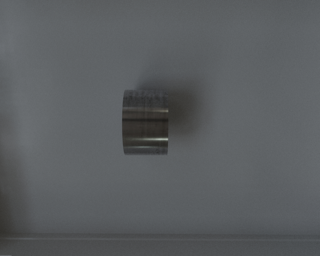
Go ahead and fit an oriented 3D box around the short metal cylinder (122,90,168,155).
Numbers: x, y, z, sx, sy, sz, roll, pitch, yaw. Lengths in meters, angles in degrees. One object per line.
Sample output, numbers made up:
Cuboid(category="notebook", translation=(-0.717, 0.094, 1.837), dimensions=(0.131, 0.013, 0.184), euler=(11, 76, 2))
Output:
Cuboid(category="short metal cylinder", translation=(-0.016, -0.007, 0.377), dimensions=(0.050, 0.080, 0.079), euler=(0, 110, -1))
